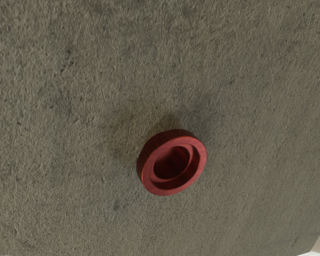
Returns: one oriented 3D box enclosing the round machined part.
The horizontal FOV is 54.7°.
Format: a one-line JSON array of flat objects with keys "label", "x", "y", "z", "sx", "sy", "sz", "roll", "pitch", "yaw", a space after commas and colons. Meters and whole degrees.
[{"label": "round machined part", "x": 0.012, "y": 0.043, "z": 0.432, "sx": 0.099, "sy": 0.042, "sz": 0.097, "roll": -14, "pitch": 125, "yaw": -21}]
